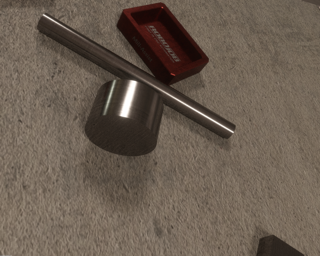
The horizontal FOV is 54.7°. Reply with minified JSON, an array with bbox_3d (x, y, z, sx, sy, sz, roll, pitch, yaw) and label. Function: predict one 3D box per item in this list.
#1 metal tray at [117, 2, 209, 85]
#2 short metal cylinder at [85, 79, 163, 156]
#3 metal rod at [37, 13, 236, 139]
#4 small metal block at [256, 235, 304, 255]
[{"bbox_3d":[0.005,-0.134,0.487,0.091,0.030,0.130,-29,78,-38],"label":"metal tray"},{"bbox_3d":[-0.039,-0.010,0.354,0.080,0.080,0.050,22,54,-16],"label":"short metal cylinder"},{"bbox_3d":[-0.025,-0.067,0.432,0.301,0.025,0.025,29,52,-10],"label":"metal rod"},{"bbox_3d":[0.147,0.169,0.382,0.050,0.025,0.050,34,51,-6],"label":"small metal block"}]
